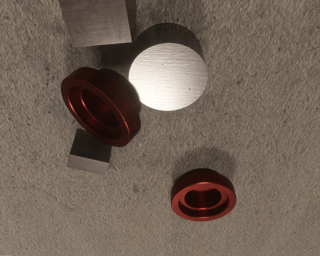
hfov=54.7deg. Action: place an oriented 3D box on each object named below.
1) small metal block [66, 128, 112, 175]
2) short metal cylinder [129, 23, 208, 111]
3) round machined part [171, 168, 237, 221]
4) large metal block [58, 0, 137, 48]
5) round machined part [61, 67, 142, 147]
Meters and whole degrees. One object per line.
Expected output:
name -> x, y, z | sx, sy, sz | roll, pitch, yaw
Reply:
small metal block -> -0.093, 0.031, 0.416 | 0.050, 0.050, 0.025 | 15, 128, -13
short metal cylinder -> 0.008, -0.065, 0.335 | 0.081, 0.050, 0.079 | -1, 130, -1
round machined part -> 0.066, 0.100, 0.483 | 0.099, 0.042, 0.097 | -1, 130, 0
large metal block -> -0.052, -0.125, 0.264 | 0.050, 0.080, 0.080 | -5, 130, 3
round machined part -> -0.060, -0.028, 0.351 | 0.098, 0.042, 0.097 | 27, 146, 21
